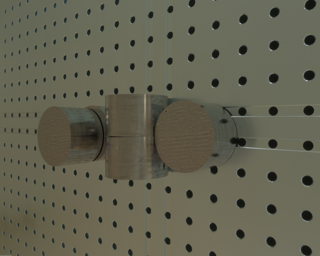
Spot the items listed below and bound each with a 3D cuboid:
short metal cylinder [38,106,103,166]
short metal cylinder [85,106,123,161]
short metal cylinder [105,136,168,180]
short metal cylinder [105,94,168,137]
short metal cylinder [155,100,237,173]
[{"bbox_3d":[-0.125,0.011,0.429,0.080,0.050,0.079,0,90,40],"label":"short metal cylinder"},{"bbox_3d":[-0.082,0.008,0.461,0.080,0.050,0.079,0,90,39],"label":"short metal cylinder"},{"bbox_3d":[-0.030,0.036,0.398,0.080,0.081,0.050,-1,89,40],"label":"short metal cylinder"},{"bbox_3d":[-0.030,-0.016,0.399,0.080,0.081,0.050,1,92,40],"label":"short metal cylinder"},{"bbox_3d":[0.041,0.009,0.359,0.080,0.050,0.079,0,90,39],"label":"short metal cylinder"}]
